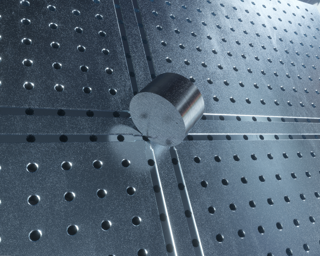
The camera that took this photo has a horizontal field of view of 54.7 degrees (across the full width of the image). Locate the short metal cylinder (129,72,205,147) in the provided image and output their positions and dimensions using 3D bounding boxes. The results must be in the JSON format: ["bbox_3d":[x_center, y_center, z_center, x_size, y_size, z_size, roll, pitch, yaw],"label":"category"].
[{"bbox_3d":[0.009,-0.023,0.392,0.080,0.080,0.050,42,51,0],"label":"short metal cylinder"}]
